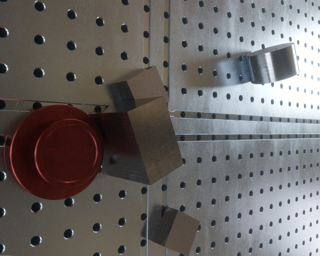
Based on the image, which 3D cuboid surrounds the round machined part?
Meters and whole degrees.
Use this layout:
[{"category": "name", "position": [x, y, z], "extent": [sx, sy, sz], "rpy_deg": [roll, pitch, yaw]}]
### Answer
[{"category": "round machined part", "position": [-0.100, 0.025, 0.316], "extent": [0.099, 0.042, 0.097], "rpy_deg": [0, 90, -40]}]

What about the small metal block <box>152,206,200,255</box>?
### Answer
[{"category": "small metal block", "position": [0.024, 0.144, 0.432], "extent": [0.050, 0.025, 0.050], "rpy_deg": [37, 68, -34]}]

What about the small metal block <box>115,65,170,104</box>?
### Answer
[{"category": "small metal block", "position": [-0.021, -0.045, 0.393], "extent": [0.050, 0.025, 0.050], "rpy_deg": [-35, 112, -35]}]

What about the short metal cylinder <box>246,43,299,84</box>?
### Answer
[{"category": "short metal cylinder", "position": [0.197, -0.113, 0.542], "extent": [0.081, 0.080, 0.050], "rpy_deg": [-29, 108, -37]}]

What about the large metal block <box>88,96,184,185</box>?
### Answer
[{"category": "large metal block", "position": [-0.028, 0.012, 0.351], "extent": [0.050, 0.080, 0.080], "rpy_deg": [-27, 107, -37]}]
